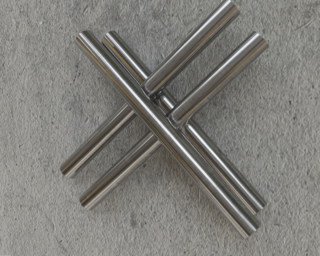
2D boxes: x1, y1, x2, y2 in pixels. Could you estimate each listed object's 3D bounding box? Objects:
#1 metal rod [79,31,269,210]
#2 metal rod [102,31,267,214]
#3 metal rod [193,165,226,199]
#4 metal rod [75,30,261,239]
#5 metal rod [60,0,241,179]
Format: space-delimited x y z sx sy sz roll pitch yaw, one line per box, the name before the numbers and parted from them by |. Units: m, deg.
metal rod | 0.007 0.001 0.380 0.299 0.025 0.025 -43 77 14
metal rod | 0.023 -0.015 0.401 0.025 0.025 0.300 -44 77 14
metal rod | 0.004 -0.001 0.408 0.025 0.025 0.300 -44 77 14
metal rod | 0.000 -0.003 0.356 0.025 0.025 0.300 -44 77 14
metal rod | -0.022 -0.040 0.390 0.299 0.025 0.025 -43 77 14
